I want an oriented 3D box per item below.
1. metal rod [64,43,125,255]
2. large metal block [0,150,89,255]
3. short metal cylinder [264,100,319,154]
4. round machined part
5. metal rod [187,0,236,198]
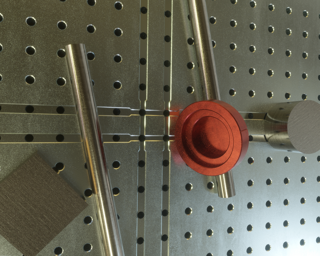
[{"bbox_3d":[-0.078,0.048,0.384,0.025,0.025,0.298,-11,94,-20],"label":"metal rod"},{"bbox_3d":[-0.141,0.082,0.348,0.080,0.050,0.080,-44,104,-15],"label":"large metal block"},{"bbox_3d":[0.211,-0.002,0.479,0.081,0.050,0.079,0,90,-20],"label":"short metal cylinder"},{"bbox_3d":[0.071,0.011,0.409,0.042,0.098,0.097,-14,96,-51],"label":"round machined part"},{"bbox_3d":[0.073,-0.049,0.440,0.025,0.025,0.298,-11,94,-20],"label":"metal rod"}]
